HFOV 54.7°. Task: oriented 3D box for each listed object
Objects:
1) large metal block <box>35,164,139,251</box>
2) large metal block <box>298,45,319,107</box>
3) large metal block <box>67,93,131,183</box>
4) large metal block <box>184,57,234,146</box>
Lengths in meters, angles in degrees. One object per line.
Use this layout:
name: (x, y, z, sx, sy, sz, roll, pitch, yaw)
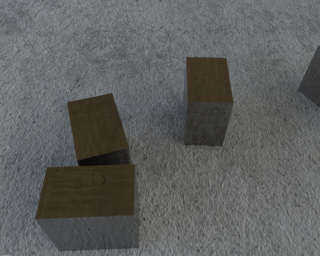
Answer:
large metal block: (-0.063, 0.079, 0.300, 0.081, 0.080, 0.050, -2, 50, -2)
large metal block: (0.251, -0.067, 0.425, 0.050, 0.080, 0.080, -24, 54, -19)
large metal block: (-0.066, 0.021, 0.349, 0.050, 0.080, 0.080, -14, 52, -11)
large metal block: (0.057, -0.033, 0.396, 0.050, 0.080, 0.080, 2, 50, 1)
